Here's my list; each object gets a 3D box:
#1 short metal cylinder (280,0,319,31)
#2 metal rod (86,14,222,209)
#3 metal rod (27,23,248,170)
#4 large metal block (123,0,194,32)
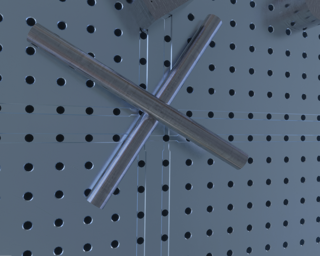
[{"bbox_3d":[0.239,-0.201,0.490,0.081,0.050,0.079,0,90,-21],"label":"short metal cylinder"},{"bbox_3d":[-0.002,-0.030,0.412,0.025,0.025,0.300,36,78,-17],"label":"metal rod"},{"bbox_3d":[-0.020,-0.034,0.382,0.301,0.025,0.025,31,80,-9],"label":"metal rod"},{"bbox_3d":[-0.005,-0.184,0.398,0.080,0.050,0.080,-37,102,-17],"label":"large metal block"}]
